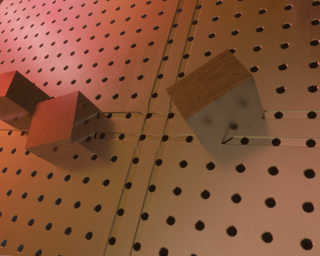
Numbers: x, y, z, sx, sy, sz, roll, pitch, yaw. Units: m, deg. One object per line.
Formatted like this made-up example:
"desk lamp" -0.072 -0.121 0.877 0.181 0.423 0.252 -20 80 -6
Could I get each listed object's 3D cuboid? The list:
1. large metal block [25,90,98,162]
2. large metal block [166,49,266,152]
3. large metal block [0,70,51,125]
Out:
"large metal block" -0.145 -0.001 0.467 0.080 0.050 0.080 -13 56 20
"large metal block" 0.066 -0.028 0.355 0.080 0.080 0.050 -33 52 6
"large metal block" -0.253 -0.049 0.533 0.080 0.080 0.050 -5 60 25
